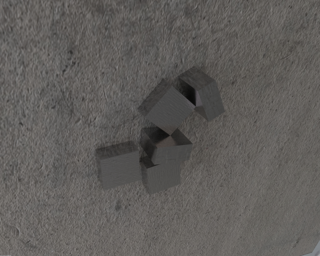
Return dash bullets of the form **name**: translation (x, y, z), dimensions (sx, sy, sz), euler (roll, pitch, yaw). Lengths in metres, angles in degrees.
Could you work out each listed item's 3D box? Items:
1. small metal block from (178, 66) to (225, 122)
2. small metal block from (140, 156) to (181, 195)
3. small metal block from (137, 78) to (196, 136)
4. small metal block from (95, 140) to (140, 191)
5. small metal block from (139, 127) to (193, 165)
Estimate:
- **small metal block**: translation (0.052, -0.043, 0.392), dimensions (0.025, 0.050, 0.050), euler (-32, 129, -7)
- **small metal block**: translation (0.001, 0.063, 0.446), dimensions (0.050, 0.025, 0.050), euler (-16, 125, -19)
- **small metal block**: translation (0.009, -0.026, 0.395), dimensions (0.050, 0.025, 0.050), euler (-49, 129, 6)
- **small metal block**: translation (-0.055, 0.049, 0.407), dimensions (0.050, 0.025, 0.050), euler (-13, 124, -21)
- **small metal block**: translation (0.007, 0.021, 0.407), dimensions (0.050, 0.050, 0.025), euler (-4, 121, -26)
